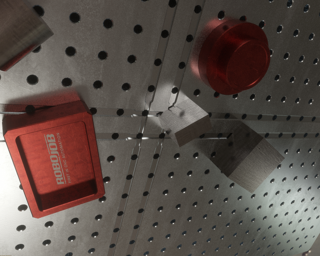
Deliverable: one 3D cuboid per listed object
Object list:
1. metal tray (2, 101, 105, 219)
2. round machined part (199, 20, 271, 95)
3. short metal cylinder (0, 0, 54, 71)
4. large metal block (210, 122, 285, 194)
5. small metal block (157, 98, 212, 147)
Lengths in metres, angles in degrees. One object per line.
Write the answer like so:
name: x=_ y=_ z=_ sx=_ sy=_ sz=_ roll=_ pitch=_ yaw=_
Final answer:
metal tray: x=-0.120 y=0.040 z=0.367 sx=0.091 sy=0.030 sz=0.129 roll=-15 pitch=125 yaw=-20
round machined part: x=0.104 y=-0.087 z=0.405 sx=0.099 sy=0.042 sz=0.097 roll=-14 pitch=124 yaw=-21
short metal cylinder: x=-0.133 y=-0.092 z=0.246 sx=0.050 sy=0.080 sz=0.080 roll=-40 pitch=130 yaw=-2
large metal block: x=0.143 y=0.050 z=0.507 sx=0.080 sy=0.050 sz=0.080 roll=34 pitch=99 yaw=-39
small metal block: x=0.032 y=-0.008 z=0.409 sx=0.050 sy=0.050 sz=0.025 roll=-29 pitch=129 yaw=-10
